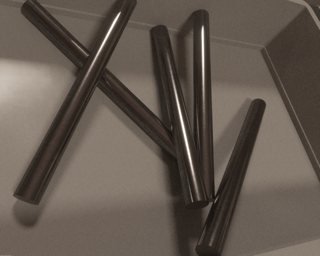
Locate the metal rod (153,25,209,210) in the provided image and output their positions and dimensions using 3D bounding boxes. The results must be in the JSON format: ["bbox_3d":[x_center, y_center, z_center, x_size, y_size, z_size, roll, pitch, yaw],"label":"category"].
[{"bbox_3d":[0.020,-0.038,0.417,0.025,0.025,0.299,9,50,-24],"label":"metal rod"}]

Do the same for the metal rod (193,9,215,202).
[{"bbox_3d":[0.059,-0.049,0.427,0.025,0.025,0.299,15,60,-21],"label":"metal rod"}]

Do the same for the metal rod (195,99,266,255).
[{"bbox_3d":[0.106,0.041,0.409,0.025,0.025,0.301,39,41,-2],"label":"metal rod"}]

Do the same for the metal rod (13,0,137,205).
[{"bbox_3d":[-0.086,-0.056,0.367,0.025,0.025,0.300,26,61,-13],"label":"metal rod"}]

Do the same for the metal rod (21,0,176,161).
[{"bbox_3d":[-0.066,-0.057,0.406,0.300,0.025,0.025,44,51,2],"label":"metal rod"}]
